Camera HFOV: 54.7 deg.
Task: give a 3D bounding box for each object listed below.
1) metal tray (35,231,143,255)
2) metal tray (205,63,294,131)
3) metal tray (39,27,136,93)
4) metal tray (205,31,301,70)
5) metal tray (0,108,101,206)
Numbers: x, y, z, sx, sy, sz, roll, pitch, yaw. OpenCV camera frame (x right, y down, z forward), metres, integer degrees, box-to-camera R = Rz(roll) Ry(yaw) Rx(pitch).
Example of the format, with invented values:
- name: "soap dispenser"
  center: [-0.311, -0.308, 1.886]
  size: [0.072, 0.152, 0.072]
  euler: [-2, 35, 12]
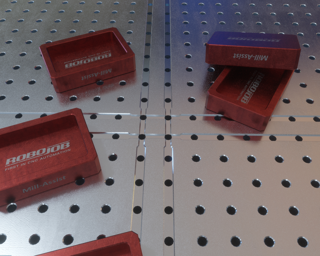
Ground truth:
- name: "metal tray"
  center: [-0.074, 0.154, 0.273]
  size: [0.131, 0.030, 0.090]
  euler: [-11, 51, -10]
- name: "metal tray"
  center: [0.136, -0.063, 0.459]
  size: [0.090, 0.030, 0.130]
  euler: [25, 54, 19]
- name: "metal tray"
  center: [-0.115, -0.113, 0.497]
  size: [0.131, 0.030, 0.090]
  euler: [-20, 53, -17]
- name: "metal tray"
  center: [0.143, -0.123, 0.481]
  size: [0.131, 0.030, 0.090]
  euler: [8, 31, 15]
- name: "metal tray"
  center: [-0.148, 0.032, 0.375]
  size: [0.131, 0.030, 0.090]
  euler: [-18, 52, -15]
